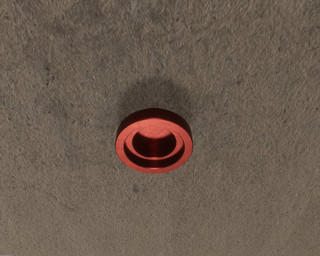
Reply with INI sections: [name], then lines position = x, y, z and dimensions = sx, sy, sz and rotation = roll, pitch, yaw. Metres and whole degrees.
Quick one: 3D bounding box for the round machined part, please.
[round machined part]
position = -0.007, 0.012, 0.406
dimensions = 0.099, 0.042, 0.097
rotation = -1, 130, 0
